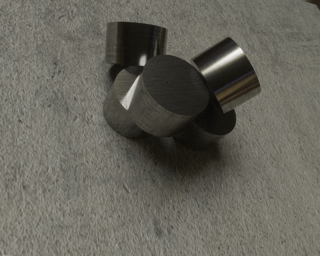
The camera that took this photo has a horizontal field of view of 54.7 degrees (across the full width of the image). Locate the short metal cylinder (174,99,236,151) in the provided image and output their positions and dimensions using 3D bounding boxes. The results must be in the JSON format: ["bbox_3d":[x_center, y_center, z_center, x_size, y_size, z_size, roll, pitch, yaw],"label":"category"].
[{"bbox_3d":[0.057,-0.014,0.430,0.081,0.050,0.080,14,56,-21],"label":"short metal cylinder"}]

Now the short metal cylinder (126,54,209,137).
[{"bbox_3d":[0.008,-0.036,0.352,0.081,0.050,0.080,14,56,-21],"label":"short metal cylinder"}]

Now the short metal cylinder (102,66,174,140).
[{"bbox_3d":[-0.027,-0.032,0.395,0.081,0.050,0.080,14,56,-21],"label":"short metal cylinder"}]

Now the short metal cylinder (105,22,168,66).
[{"bbox_3d":[-0.032,-0.108,0.412,0.081,0.080,0.050,0,101,-29],"label":"short metal cylinder"}]

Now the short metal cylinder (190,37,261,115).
[{"bbox_3d":[0.079,-0.063,0.380,0.050,0.080,0.080,-31,75,6],"label":"short metal cylinder"}]
